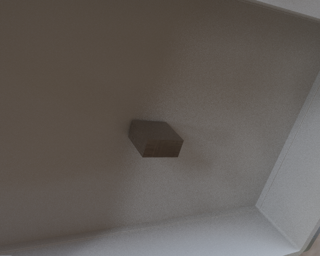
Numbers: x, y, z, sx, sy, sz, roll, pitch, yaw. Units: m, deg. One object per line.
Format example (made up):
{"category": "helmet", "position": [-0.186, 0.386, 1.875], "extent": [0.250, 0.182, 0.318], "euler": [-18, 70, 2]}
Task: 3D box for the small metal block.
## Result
{"category": "small metal block", "position": [-0.006, 0.013, 0.394], "extent": [0.050, 0.050, 0.025], "euler": [3, 117, -30]}
